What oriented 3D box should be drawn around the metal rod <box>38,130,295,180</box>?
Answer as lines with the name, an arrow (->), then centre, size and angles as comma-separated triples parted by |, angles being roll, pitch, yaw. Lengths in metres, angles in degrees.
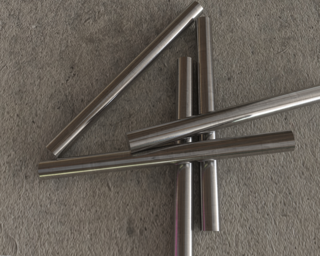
metal rod -> 0.002, 0.034, 0.372 | 0.301, 0.025, 0.025 | -7, 70, 6

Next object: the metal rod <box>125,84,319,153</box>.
metal rod -> 0.105, -0.019, 0.394 | 0.302, 0.025, 0.025 | -14, 71, -14

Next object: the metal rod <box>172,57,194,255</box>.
metal rod -> 0.030, 0.045, 0.391 | 0.025, 0.025, 0.299 | 2, 70, 1

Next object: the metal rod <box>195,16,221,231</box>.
metal rod -> 0.062, -0.019, 0.415 | 0.025, 0.025, 0.299 | 1, 70, 0

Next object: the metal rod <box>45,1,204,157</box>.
metal rod -> -0.040, -0.076, 0.435 | 0.025, 0.025, 0.301 | 39, 74, 13
